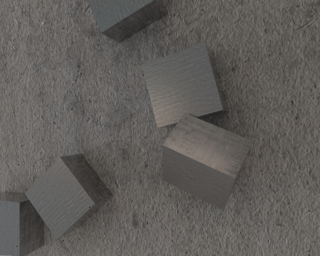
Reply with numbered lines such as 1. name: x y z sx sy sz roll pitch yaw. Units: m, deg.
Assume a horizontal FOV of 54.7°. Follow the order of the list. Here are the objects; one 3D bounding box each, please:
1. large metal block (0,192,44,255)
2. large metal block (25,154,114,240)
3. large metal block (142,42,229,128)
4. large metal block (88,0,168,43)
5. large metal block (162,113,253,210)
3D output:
1. large metal block: -0.229 0.145 0.476 0.080 0.050 0.080 0 90 20
2. large metal block: -0.129 0.095 0.441 0.080 0.050 0.080 -44 76 14
3. large metal block: 0.033 -0.049 0.384 0.080 0.050 0.080 -16 85 19
4. large metal block: -0.048 -0.174 0.413 0.080 0.050 0.080 -25 82 18
5. large metal block: 0.051 0.040 0.355 0.080 0.080 0.050 24 57 18
